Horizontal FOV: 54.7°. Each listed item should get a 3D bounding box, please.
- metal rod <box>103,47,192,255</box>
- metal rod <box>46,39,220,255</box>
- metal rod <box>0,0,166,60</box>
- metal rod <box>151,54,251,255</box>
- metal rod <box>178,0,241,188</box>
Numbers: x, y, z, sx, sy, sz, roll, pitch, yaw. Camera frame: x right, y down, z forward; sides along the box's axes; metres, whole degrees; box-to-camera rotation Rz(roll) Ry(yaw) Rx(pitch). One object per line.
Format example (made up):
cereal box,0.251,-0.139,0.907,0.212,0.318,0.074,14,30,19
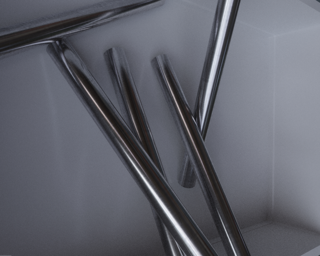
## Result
metal rod,-0.007,0.048,0.324,0.025,0.025,0.299,-5,69,-40
metal rod,-0.020,0.035,0.297,0.025,0.025,0.299,-29,78,-37
metal rod,-0.095,-0.103,0.309,0.302,0.025,0.025,-37,113,-40
metal rod,0.051,0.045,0.375,0.025,0.025,0.299,-9,72,-40
metal rod,0.062,-0.054,0.382,0.025,0.025,0.298,-13,123,-40
